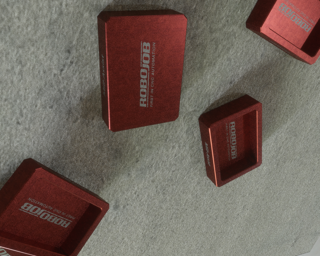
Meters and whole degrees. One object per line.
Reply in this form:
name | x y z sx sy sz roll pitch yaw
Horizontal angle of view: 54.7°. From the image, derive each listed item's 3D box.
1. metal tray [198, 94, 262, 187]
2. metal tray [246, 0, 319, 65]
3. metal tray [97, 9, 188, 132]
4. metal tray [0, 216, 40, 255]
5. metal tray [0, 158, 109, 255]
metal tray | 0.113 0.022 0.481 0.091 0.030 0.129 -24 128 -14
metal tray | 0.186 -0.149 0.415 0.131 0.030 0.089 15 110 -35
metal tray | -0.020 -0.064 0.354 0.091 0.030 0.129 -11 123 -23
metal tray | -0.197 0.159 0.395 0.091 0.030 0.129 -26 128 -13
metal tray | -0.131 0.103 0.369 0.090 0.030 0.130 -56 138 -12
